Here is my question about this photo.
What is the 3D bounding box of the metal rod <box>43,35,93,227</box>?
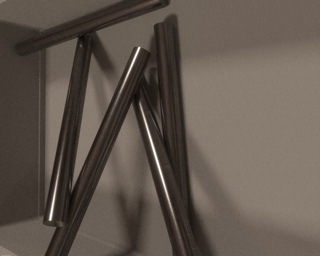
[{"bbox_3d":[-0.119,-0.019,0.424,0.025,0.025,0.299,-30,47,36],"label":"metal rod"}]

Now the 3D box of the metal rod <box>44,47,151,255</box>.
[{"bbox_3d":[-0.077,0.038,0.382,0.025,0.025,0.299,15,79,39],"label":"metal rod"}]

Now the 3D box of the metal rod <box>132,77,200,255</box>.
[{"bbox_3d":[0.001,0.047,0.365,0.025,0.025,0.299,-38,55,33],"label":"metal rod"}]

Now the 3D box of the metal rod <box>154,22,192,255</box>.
[{"bbox_3d":[0.017,0.016,0.391,0.025,0.025,0.298,-8,85,39],"label":"metal rod"}]

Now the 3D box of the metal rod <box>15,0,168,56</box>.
[{"bbox_3d":[-0.123,-0.156,0.481,0.300,0.025,0.025,-6,86,32],"label":"metal rod"}]
